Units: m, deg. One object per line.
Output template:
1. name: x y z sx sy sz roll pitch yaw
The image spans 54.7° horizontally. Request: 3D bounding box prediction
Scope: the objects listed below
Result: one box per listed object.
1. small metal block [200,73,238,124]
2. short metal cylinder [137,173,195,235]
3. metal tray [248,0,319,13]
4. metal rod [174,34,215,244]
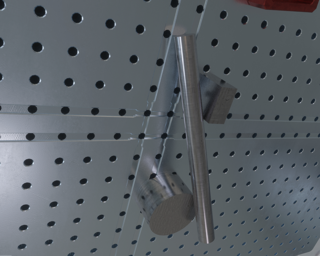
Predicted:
1. small metal block: 0.069 -0.039 0.408 0.025 0.050 0.050 2 118 -30
2. short metal cylinder: 0.011 0.116 0.472 0.081 0.050 0.079 -14 124 -21
3. metal tray: 0.164 -0.209 0.367 0.091 0.030 0.129 -7 122 -25
4. metal rod: 0.050 0.029 0.415 0.025 0.025 0.298 -16 113 -19
